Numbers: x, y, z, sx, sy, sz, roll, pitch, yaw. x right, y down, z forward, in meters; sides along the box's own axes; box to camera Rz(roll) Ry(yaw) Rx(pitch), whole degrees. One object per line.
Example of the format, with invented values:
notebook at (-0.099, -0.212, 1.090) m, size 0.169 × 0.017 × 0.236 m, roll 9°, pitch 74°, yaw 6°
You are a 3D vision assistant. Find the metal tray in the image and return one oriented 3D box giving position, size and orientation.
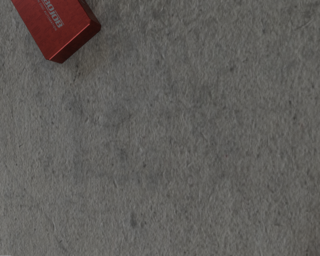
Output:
metal tray at (-0.157, -0.174, 0.460) m, size 0.090 × 0.030 × 0.130 m, roll -36°, pitch 79°, yaw 16°
